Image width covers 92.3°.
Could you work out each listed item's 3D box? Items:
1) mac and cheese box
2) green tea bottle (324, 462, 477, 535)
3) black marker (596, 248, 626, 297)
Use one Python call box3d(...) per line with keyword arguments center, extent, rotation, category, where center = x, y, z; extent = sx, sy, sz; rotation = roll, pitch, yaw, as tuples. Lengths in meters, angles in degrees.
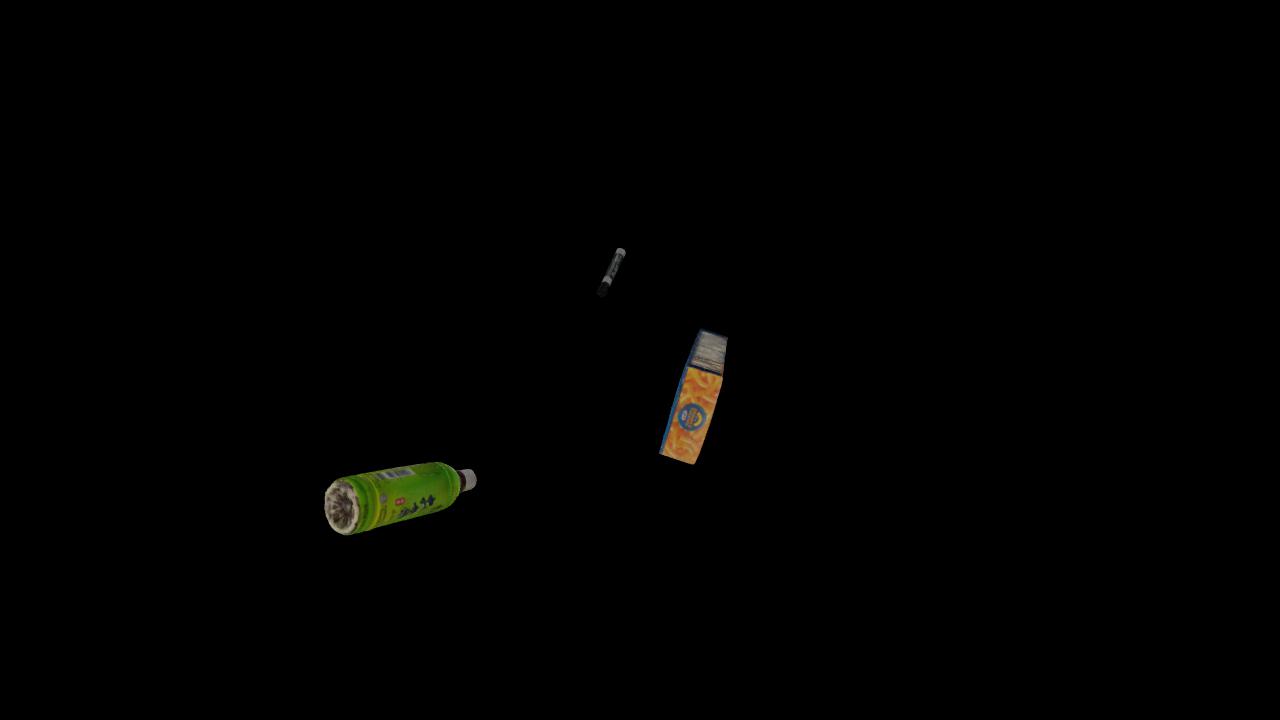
box3d(center=(0.060, 0.030, 0.647), extent=(0.041, 0.093, 0.184), rotation=(18, 16, 4), category="mac and cheese box")
box3d(center=(-0.303, 0.174, 0.817), extent=(0.073, 0.073, 0.212), rotation=(0, 1, 30), category="green tea bottle")
box3d(center=(-0.053, -0.160, 1.128), extent=(0.020, 0.121, 0.020), rotation=(13, -37, 10), category="black marker")
